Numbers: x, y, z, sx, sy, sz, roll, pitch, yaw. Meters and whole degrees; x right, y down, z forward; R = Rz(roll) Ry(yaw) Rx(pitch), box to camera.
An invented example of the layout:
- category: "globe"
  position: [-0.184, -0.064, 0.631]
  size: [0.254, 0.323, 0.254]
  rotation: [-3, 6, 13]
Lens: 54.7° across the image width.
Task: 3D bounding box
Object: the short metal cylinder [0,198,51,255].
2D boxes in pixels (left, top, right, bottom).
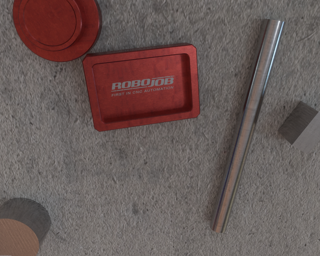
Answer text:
- category: "short metal cylinder"
  position: [-0.207, 0.149, 0.449]
  size: [0.081, 0.050, 0.079]
  rotation: [0, 110, 0]

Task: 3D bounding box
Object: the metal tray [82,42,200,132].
- category: "metal tray"
  position: [-0.020, -0.050, 0.376]
  size: [0.131, 0.030, 0.089]
  rotation: [-9, 110, -7]

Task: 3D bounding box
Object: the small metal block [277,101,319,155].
- category: "small metal block"
  position: [0.185, -0.002, 0.398]
  size: [0.025, 0.050, 0.050]
  rotation: [29, 107, -10]

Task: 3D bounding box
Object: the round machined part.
- category: "round machined part"
  position: [-0.119, -0.124, 0.354]
  size: [0.099, 0.042, 0.097]
  rotation: [0, 110, 0]

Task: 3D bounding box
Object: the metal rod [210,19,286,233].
- category: "metal rod"
  position: [0.111, 0.011, 0.415]
  size: [0.025, 0.025, 0.298]
  rotation: [9, 110, -3]
